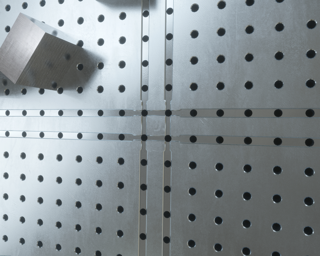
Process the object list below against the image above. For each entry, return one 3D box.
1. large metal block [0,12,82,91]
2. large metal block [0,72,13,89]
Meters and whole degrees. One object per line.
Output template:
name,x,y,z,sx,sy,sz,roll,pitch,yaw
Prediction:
large metal block,-0.173,-0.105,0.443,0.050,0.080,0.080,39,102,15
large metal block,-0.286,-0.088,0.482,0.080,0.080,0.050,-17,84,19
